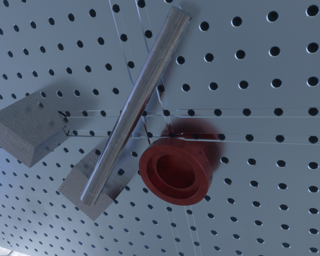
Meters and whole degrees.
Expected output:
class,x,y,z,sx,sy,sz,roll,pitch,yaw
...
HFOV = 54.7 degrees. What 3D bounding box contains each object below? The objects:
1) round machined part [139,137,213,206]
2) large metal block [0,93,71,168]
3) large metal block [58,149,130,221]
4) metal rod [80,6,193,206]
class,x,y,z,sx,sy,sz,roll,pitch,yaw
round machined part,0.024,0.054,0.421,0.098,0.042,0.097,13,124,21
large metal block,-0.201,0.002,0.483,0.080,0.080,0.050,35,129,5
large metal block,-0.110,0.095,0.512,0.080,0.050,0.080,41,129,0
metal rod,-0.042,-0.008,0.394,0.025,0.025,0.298,33,118,6
